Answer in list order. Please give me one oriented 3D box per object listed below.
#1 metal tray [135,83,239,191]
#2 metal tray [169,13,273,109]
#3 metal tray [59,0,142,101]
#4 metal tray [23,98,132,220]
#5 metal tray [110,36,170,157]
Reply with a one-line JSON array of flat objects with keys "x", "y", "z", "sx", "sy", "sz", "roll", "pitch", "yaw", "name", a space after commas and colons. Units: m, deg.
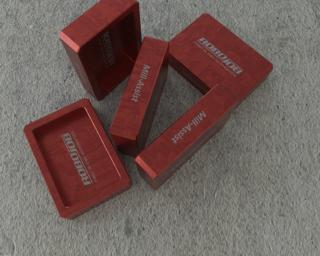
[{"x": 0.031, "y": 0.014, "z": 0.370, "sx": 0.130, "sy": 0.090, "sz": 0.030, "roll": -42, "pitch": 76, "yaw": -14, "name": "metal tray"}, {"x": 0.081, "y": -0.094, "z": 0.442, "sx": 0.090, "sy": 0.030, "sz": 0.130, "roll": -43, "pitch": 76, "yaw": -14, "name": "metal tray"}, {"x": -0.065, "y": -0.097, "z": 0.388, "sx": 0.030, "sy": 0.130, "sz": 0.090, "roll": 42, "pitch": 75, "yaw": 13, "name": "metal tray"}, {"x": -0.103, "y": 0.037, "z": 0.392, "sx": 0.090, "sy": 0.030, "sz": 0.130, "roll": -27, "pitch": 73, "yaw": -10, "name": "metal tray"}, {"x": -0.021, "y": -0.035, "z": 0.387, "sx": 0.030, "sy": 0.090, "sz": 0.130, "roll": 16, "pitch": 71, "yaw": 5, "name": "metal tray"}]
